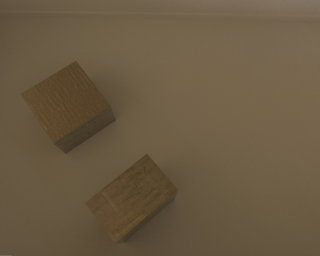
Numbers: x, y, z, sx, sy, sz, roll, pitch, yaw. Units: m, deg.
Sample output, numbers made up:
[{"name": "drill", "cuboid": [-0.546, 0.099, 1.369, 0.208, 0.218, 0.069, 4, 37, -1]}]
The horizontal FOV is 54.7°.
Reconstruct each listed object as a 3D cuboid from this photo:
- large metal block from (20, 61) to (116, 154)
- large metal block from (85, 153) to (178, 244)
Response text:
[{"name": "large metal block", "cuboid": [-0.117, -0.026, 0.405, 0.080, 0.050, 0.080, -35, 74, -12]}, {"name": "large metal block", "cuboid": [-0.028, 0.082, 0.350, 0.080, 0.080, 0.050, -38, 75, -13]}]
